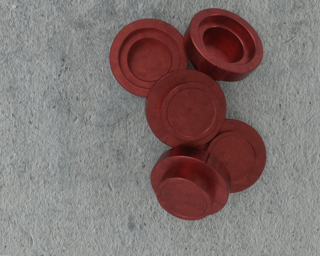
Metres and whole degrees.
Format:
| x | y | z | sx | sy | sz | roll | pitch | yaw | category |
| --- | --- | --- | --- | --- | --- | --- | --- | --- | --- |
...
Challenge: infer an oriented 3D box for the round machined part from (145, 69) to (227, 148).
| x | y | z | sx | sy | sz | roll | pitch | yaw | category |
| --- | --- | --- | --- | --- | --- | --- | --- | --- | --- |
| 0.033 | -0.021 | 0.370 | 0.099 | 0.042 | 0.097 | -2 | 101 | -8 | round machined part |

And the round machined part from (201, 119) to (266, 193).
| x | y | z | sx | sy | sz | roll | pitch | yaw | category |
| --- | --- | --- | --- | --- | --- | --- | --- | --- | --- |
| 0.090 | 0.037 | 0.404 | 0.099 | 0.042 | 0.097 | 0 | 90 | -1 | round machined part |

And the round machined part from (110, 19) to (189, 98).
| x | y | z | sx | sy | sz | roll | pitch | yaw | category |
| --- | --- | --- | --- | --- | --- | --- | --- | --- | --- |
| -0.013 | -0.087 | 0.402 | 0.099 | 0.042 | 0.097 | 0 | 90 | -1 | round machined part |

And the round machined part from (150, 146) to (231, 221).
| x | y | z | sx | sy | sz | roll | pitch | yaw | category |
| --- | --- | --- | --- | --- | --- | --- | --- | --- | --- |
| 0.034 | 0.074 | 0.378 | 0.098 | 0.042 | 0.097 | 11 | 125 | 16 | round machined part |

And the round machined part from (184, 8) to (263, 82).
| x | y | z | sx | sy | sz | roll | pitch | yaw | category |
| --- | --- | --- | --- | --- | --- | --- | --- | --- | --- |
| 0.075 | -0.099 | 0.390 | 0.099 | 0.042 | 0.098 | 8 | 63 | -16 | round machined part |
